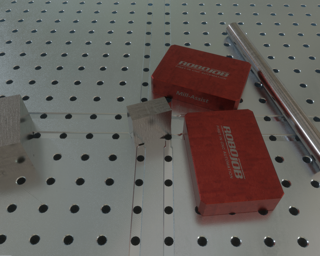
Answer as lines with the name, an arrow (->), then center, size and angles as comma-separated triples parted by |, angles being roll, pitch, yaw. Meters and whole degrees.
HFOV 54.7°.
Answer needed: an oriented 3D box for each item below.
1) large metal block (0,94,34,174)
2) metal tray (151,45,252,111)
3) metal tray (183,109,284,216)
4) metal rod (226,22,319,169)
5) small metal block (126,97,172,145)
large metal block -> -0.205, 0.011, 0.379 | 0.081, 0.050, 0.080 | -13, 51, -11
metal tray -> 0.063, -0.077, 0.470 | 0.130, 0.030, 0.090 | 17, 52, 13
metal tray -> 0.082, 0.036, 0.375 | 0.091, 0.030, 0.130 | -4, 50, -4
metal rod -> 0.168, -0.068, 0.467 | 0.025, 0.025, 0.300 | -11, 51, -9
small metal block -> -0.014, -0.008, 0.398 | 0.050, 0.050, 0.025 | -15, 52, -13
